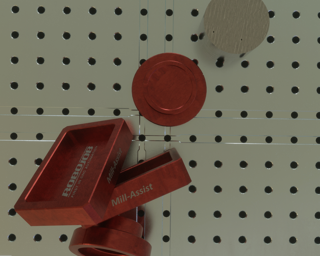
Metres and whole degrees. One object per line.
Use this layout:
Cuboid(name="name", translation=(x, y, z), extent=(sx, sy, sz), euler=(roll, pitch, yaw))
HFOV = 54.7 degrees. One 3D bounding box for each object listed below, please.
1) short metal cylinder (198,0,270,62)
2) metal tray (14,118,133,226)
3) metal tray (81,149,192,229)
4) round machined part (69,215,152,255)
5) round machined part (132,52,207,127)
Cuboid(name="short metal cylinder", translation=(0.093, -0.130, 0.402), extent=(0.081, 0.050, 0.079), euler=(0, 90, -1))
Cuboid(name="metal tray", translation=(-0.091, 0.046, 0.352), extent=(0.090, 0.130, 0.030), euler=(-8, 129, 20))
Cuboid(name="metal tray", translation=(-0.032, 0.069, 0.379), extent=(0.131, 0.090, 0.030), euler=(-23, 94, -1))
Cuboid(name="round machined part", translation=(-0.059, 0.139, 0.386), extent=(0.099, 0.097, 0.042), euler=(12, 55, -1))
Cuboid(name="round machined part", translation=(0.012, -0.050, 0.405), extent=(0.099, 0.042, 0.097), euler=(0, 90, -1))
